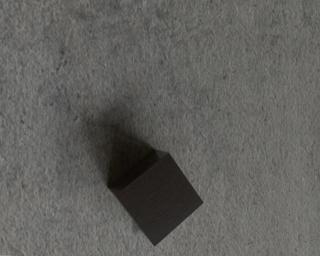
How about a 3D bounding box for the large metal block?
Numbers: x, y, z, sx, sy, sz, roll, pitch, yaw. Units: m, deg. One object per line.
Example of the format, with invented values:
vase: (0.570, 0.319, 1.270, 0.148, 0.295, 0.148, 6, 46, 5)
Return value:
large metal block: (-0.006, 0.085, 0.393, 0.080, 0.050, 0.080, -38, 102, -16)
